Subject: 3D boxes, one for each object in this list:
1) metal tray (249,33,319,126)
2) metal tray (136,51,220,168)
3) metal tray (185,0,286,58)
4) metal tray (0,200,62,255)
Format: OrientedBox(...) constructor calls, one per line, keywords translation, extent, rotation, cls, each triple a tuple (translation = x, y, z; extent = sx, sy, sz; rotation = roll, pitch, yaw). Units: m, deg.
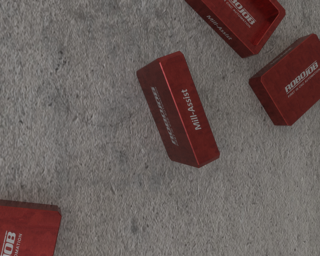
OrientedBox(translation=(0.212, -0.075, 0.484), extent=(0.131, 0.030, 0.090), rotation=(-39, 103, -16), cls="metal tray")
OrientedBox(translation=(0.019, -0.020, 0.381), extent=(0.030, 0.090, 0.129), rotation=(-24, 98, -18), cls="metal tray")
OrientedBox(translation=(0.110, -0.177, 0.446), extent=(0.130, 0.030, 0.090), rotation=(40, 77, -16), cls="metal tray")
OrientedBox(translation=(-0.169, 0.149, 0.344), extent=(0.091, 0.030, 0.129), rotation=(12, 86, -20), cls="metal tray")
